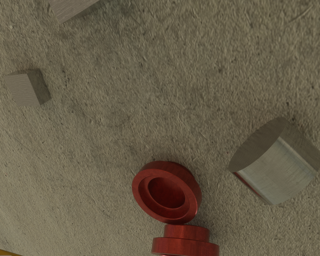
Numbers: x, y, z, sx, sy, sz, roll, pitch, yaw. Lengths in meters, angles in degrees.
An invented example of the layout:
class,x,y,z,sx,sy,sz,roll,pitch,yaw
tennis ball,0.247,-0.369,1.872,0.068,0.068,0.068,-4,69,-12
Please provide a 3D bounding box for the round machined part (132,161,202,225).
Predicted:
class,x,y,z,sx,sy,sz,roll,pitch,yaw
round machined part,0.013,0.087,0.441,0.098,0.042,0.097,13,124,20

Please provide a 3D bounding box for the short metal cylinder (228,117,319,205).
class,x,y,z,sx,sy,sz,roll,pitch,yaw
short metal cylinder,0.120,0.034,0.329,0.050,0.080,0.080,43,129,-2

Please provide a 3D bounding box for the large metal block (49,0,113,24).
class,x,y,z,sx,sy,sz,roll,pitch,yaw
large metal block,-0.084,-0.169,0.329,0.080,0.050,0.080,-15,111,33

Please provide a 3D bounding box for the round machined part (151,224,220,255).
class,x,y,z,sx,sy,sz,roll,pitch,yaw
round machined part,0.039,0.170,0.460,0.099,0.042,0.098,6,155,3

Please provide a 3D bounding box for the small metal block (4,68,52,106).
class,x,y,z,sx,sy,sz,roll,pitch,yaw
small metal block,-0.201,-0.062,0.472,0.050,0.025,0.050,0,119,27
